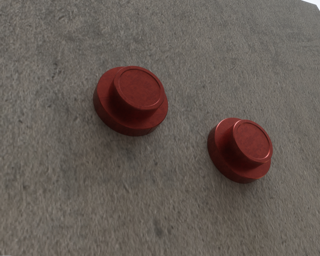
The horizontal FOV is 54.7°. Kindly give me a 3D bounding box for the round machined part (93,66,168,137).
[{"bbox_3d":[-0.033,-0.041,0.402,0.099,0.042,0.098,14,56,-21],"label":"round machined part"}]

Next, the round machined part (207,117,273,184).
[{"bbox_3d":[0.121,0.026,0.444,0.099,0.042,0.098,14,56,-21],"label":"round machined part"}]
